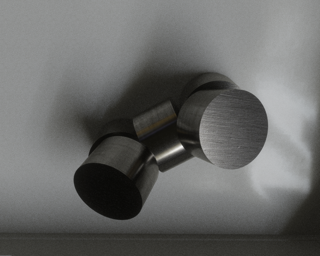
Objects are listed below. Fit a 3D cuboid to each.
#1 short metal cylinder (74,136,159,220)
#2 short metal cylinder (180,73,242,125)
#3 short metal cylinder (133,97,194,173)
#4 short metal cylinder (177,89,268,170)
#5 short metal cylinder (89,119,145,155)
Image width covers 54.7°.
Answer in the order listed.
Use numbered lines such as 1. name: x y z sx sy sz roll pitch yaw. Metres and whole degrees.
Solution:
1. short metal cylinder: -0.048 0.056 0.348 0.080 0.050 0.079 11 125 16
2. short metal cylinder: 0.067 -0.025 0.388 0.081 0.050 0.079 0 110 -1
3. short metal cylinder: 0.009 0.008 0.383 0.050 0.080 0.080 -28 108 9
4. short metal cylinder: 0.065 -0.001 0.327 0.081 0.050 0.079 -3 98 -22
5. short metal cylinder: -0.049 0.033 0.408 0.081 0.050 0.079 0 110 -1
